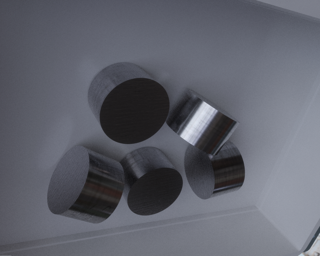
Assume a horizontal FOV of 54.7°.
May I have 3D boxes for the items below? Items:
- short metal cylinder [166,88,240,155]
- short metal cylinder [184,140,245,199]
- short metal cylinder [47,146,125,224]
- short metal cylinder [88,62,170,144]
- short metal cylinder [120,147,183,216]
[{"bbox_3d":[0.055,-0.009,0.399,0.080,0.080,0.050,24,105,-37],"label":"short metal cylinder"},{"bbox_3d":[0.077,0.059,0.451,0.050,0.080,0.079,-9,122,-24],"label":"short metal cylinder"},{"bbox_3d":[-0.087,0.067,0.365,0.050,0.080,0.080,31,101,-38],"label":"short metal cylinder"},{"bbox_3d":[-0.036,-0.029,0.354,0.081,0.050,0.079,-14,125,-21],"label":"short metal cylinder"},{"bbox_3d":[-0.016,0.073,0.429,0.081,0.050,0.079,-14,125,-21],"label":"short metal cylinder"}]
